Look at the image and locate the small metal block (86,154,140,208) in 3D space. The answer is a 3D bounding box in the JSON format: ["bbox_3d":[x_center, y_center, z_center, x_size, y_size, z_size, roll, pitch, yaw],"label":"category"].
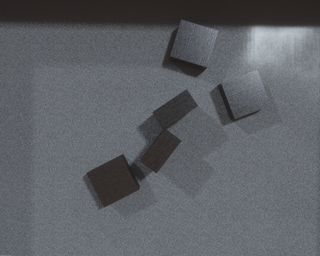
[{"bbox_3d":[-0.061,0.069,0.411,0.050,0.025,0.050,-27,90,-1],"label":"small metal block"}]

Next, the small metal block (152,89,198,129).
[{"bbox_3d":[0.019,-0.023,0.399,0.050,0.050,0.025,-34,90,0],"label":"small metal block"}]

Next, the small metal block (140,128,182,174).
[{"bbox_3d":[0.001,0.028,0.399,0.025,0.050,0.050,37,90,-1],"label":"small metal block"}]

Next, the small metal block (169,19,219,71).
[{"bbox_3d":[0.044,-0.109,0.412,0.050,0.025,0.050,17,90,-1],"label":"small metal block"}]

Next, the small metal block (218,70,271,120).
[{"bbox_3d":[0.111,-0.044,0.413,0.050,0.025,0.050,-21,90,-1],"label":"small metal block"}]
